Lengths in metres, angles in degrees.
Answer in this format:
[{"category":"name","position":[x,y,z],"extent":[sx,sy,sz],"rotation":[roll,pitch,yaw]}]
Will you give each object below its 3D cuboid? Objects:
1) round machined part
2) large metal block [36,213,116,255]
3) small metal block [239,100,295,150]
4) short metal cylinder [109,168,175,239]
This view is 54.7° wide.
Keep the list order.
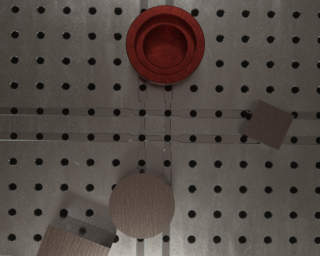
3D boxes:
[{"category":"round machined part","position":[0.007,-0.104,0.405],"extent":[0.099,0.042,0.097],"rotation":[0,90,-1]},{"category":"large metal block","position":[-0.112,0.168,0.400],"extent":[0.080,0.050,0.080],"rotation":[21,90,-1]},{"category":"small metal block","position":[0.142,-0.004,0.415],"extent":[0.050,0.025,0.050],"rotation":[25,90,-1]},{"category":"short metal cylinder","position":[-0.022,0.095,0.401],"extent":[0.081,0.050,0.079],"rotation":[0,90,-1]}]
